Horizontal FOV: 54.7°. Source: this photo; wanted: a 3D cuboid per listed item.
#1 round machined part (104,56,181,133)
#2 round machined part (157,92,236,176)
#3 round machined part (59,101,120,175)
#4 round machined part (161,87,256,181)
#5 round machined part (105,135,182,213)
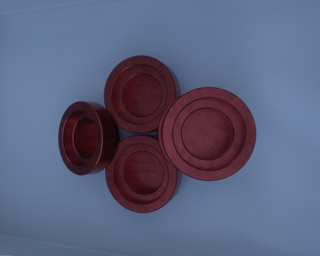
[{"bbox_3d":[-0.020,-0.042,0.406,0.098,0.042,0.097,0,90,20],"label":"round machined part"},{"bbox_3d":[0.046,0.006,0.372,0.099,0.042,0.097,0,89,-3],"label":"round machined part"},{"bbox_3d":[-0.093,0.013,0.422,0.098,0.042,0.097,0,89,40],"label":"round machined part"},{"bbox_3d":[0.050,0.006,0.341,0.099,0.042,0.097,0,90,-2],"label":"round machined part"},{"bbox_3d":[-0.018,0.057,0.405,0.098,0.042,0.097,0,90,20],"label":"round machined part"}]
